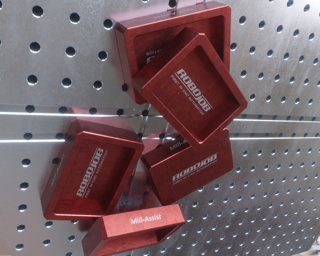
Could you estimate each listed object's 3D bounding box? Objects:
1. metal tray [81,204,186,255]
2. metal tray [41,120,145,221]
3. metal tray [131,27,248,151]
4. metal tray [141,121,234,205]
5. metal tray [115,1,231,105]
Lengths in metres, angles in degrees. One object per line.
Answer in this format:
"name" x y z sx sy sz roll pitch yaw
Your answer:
"metal tray" -0.038 0.153 0.456 0.131 0.030 0.089 0 142 -33
"metal tray" -0.087 0.060 0.398 0.091 0.030 0.129 14 111 -34
"metal tray" 0.040 -0.040 0.367 0.090 0.030 0.130 -44 130 2
"metal tray" 0.046 0.053 0.468 0.131 0.030 0.090 -27 128 -12
"metal tray" 0.020 -0.089 0.365 0.131 0.030 0.089 -19 126 -18
